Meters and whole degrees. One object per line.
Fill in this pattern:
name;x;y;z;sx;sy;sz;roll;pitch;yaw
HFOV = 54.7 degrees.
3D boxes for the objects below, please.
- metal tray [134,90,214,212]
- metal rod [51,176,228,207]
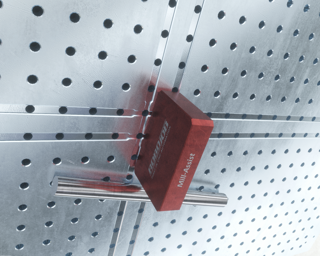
metal tray;0.012;0.028;0.394;0.030;0.090;0.129;5;116;-30
metal rod;-0.010;0.101;0.469;0.302;0.025;0.025;13;111;-34
